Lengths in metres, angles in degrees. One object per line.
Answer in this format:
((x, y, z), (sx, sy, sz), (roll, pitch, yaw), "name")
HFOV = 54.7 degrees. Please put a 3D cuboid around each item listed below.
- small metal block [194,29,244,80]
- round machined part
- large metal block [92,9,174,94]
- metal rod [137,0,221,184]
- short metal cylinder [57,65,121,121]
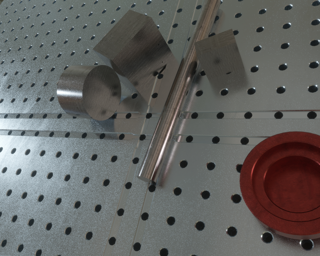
((0.079, -0.096, 0.409), (0.050, 0.050, 0.025), (-17, 55, 18), "small metal block")
((0.130, 0.056, 0.295), (0.098, 0.042, 0.098), (-13, 56, 20), "round machined part")
((-0.037, -0.112, 0.459), (0.050, 0.080, 0.080), (35, 81, 38), "large metal block")
((0.033, -0.067, 0.430), (0.025, 0.025, 0.300), (7, 65, 31), "metal rod")
((-0.103, -0.053, 0.458), (0.050, 0.080, 0.080), (9, 66, 32), "short metal cylinder")
